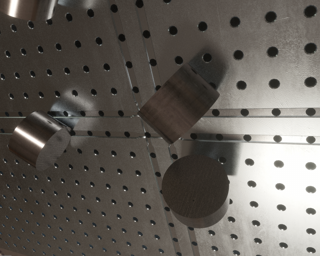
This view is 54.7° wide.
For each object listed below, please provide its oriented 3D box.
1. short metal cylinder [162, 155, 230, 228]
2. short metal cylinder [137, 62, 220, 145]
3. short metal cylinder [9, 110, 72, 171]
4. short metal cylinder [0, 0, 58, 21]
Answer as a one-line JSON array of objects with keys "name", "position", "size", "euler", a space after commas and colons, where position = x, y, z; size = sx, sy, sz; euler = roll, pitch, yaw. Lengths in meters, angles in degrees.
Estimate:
[{"name": "short metal cylinder", "position": [0.047, 0.080, 0.391], "size": [0.080, 0.080, 0.050], "euler": [13, 153, 20]}, {"name": "short metal cylinder", "position": [0.020, -0.027, 0.347], "size": [0.050, 0.080, 0.080], "euler": [44, 129, -3]}, {"name": "short metal cylinder", "position": [-0.184, 0.019, 0.482], "size": [0.050, 0.080, 0.079], "euler": [31, 128, 7]}, {"name": "short metal cylinder", "position": [-0.155, -0.167, 0.352], "size": [0.080, 0.080, 0.050], "euler": [36, 129, 4]}]
